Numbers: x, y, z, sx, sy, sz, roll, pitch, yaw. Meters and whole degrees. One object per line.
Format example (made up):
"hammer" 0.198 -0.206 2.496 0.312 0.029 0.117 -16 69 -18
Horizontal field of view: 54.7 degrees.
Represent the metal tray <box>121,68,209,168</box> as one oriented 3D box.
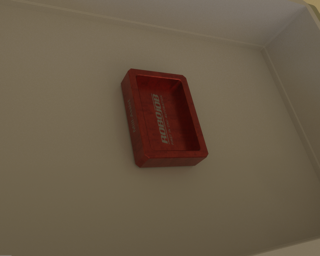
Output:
"metal tray" 0.004 -0.014 0.411 0.091 0.030 0.130 2 61 -28
